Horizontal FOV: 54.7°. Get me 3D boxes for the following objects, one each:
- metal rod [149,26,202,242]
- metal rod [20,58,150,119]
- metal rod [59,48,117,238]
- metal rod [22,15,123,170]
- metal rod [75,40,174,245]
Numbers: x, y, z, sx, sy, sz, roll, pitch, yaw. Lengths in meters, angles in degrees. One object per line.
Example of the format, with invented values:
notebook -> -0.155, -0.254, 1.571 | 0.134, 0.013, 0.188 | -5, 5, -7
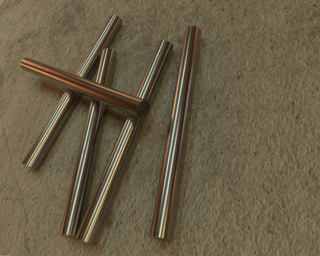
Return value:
metal rod -> 0.025, -0.013, 0.398 | 0.025, 0.025, 0.300 | -4, 60, 26
metal rod -> -0.133, -0.071, 0.483 | 0.300, 0.025, 0.025 | 23, 74, 36
metal rod -> -0.099, 0.003, 0.453 | 0.025, 0.025, 0.299 | -9, 58, 24
metal rod -> -0.139, -0.070, 0.519 | 0.025, 0.025, 0.300 | 12, 68, 33
metal rod -> -0.040, 0.004, 0.422 | 0.025, 0.025, 0.300 | 7, 65, 31
